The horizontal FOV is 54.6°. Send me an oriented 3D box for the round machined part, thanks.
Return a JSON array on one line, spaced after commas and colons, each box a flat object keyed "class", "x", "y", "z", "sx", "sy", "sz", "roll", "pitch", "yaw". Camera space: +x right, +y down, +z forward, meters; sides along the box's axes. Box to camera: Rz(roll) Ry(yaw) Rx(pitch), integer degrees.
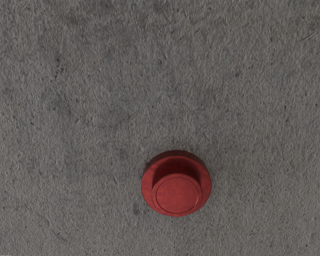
[{"class": "round machined part", "x": 0.023, "y": 0.083, "z": 0.431, "sx": 0.099, "sy": 0.042, "sz": 0.097, "roll": 0, "pitch": 110, "yaw": 0}]
